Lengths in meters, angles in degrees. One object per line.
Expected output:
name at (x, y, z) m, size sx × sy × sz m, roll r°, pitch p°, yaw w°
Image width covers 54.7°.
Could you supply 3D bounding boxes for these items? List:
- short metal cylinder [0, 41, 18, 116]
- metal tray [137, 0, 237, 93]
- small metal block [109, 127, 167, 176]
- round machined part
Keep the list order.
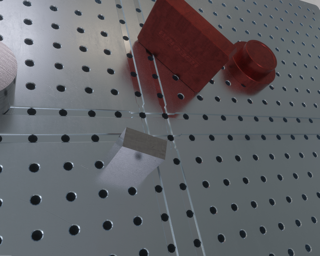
short metal cylinder at (-0.193, -0.052, 0.320) m, size 0.081 × 0.050 × 0.080 m, roll 14°, pitch 56°, yaw -21°
metal tray at (0.037, -0.126, 0.462) m, size 0.130 × 0.090 × 0.030 m, roll 42°, pitch 51°, yaw 0°
small metal block at (-0.026, 0.029, 0.361) m, size 0.050 × 0.050 × 0.025 m, roll 19°, pitch 54°, yaw -17°
round machined part at (0.172, -0.121, 0.564) m, size 0.099 × 0.042 × 0.098 m, roll 14°, pitch 56°, yaw -21°
